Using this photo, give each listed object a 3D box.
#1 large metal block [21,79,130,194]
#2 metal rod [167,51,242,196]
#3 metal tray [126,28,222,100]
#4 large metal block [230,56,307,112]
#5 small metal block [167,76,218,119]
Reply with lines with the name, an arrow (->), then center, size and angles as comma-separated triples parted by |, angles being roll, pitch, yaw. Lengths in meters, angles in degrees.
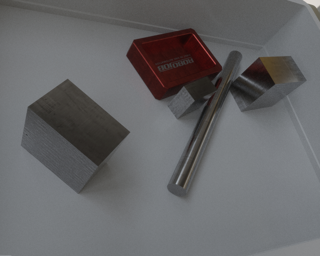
large metal block -> -0.089, 0.011, 0.316 | 0.080, 0.080, 0.050 | 41, 51, -1
metal rod -> 0.078, -0.027, 0.466 | 0.025, 0.025, 0.301 | 35, 51, -6
metal tray -> 0.025, -0.103, 0.480 | 0.131, 0.030, 0.090 | -24, 75, -37
large metal block -> 0.176, -0.073, 0.512 | 0.081, 0.080, 0.050 | -10, 67, -33
small metal block -> 0.046, -0.043, 0.442 | 0.050, 0.050, 0.025 | -27, 77, -37
